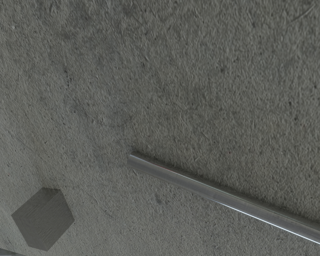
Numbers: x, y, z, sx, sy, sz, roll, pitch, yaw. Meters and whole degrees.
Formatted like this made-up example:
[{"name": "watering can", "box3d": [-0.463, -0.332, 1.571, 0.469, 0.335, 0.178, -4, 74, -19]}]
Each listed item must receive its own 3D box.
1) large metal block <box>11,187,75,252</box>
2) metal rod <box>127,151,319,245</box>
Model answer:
[{"name": "large metal block", "box3d": [-0.221, 0.173, 0.595, 0.050, 0.080, 0.080, 0, 119, 28]}, {"name": "metal rod", "box3d": [0.094, 0.094, 0.415, 0.301, 0.025, 0.025, 20, 126, 16]}]
